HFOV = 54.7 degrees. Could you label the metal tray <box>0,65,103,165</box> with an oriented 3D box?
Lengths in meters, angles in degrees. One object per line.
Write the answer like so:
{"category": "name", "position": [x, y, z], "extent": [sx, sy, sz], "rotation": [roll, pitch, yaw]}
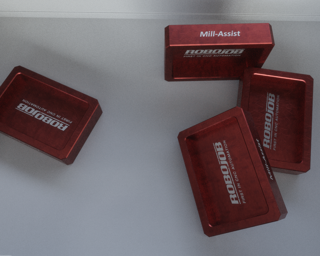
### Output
{"category": "metal tray", "position": [-0.156, -0.018, 0.412], "extent": [0.130, 0.030, 0.090], "rotation": [24, 72, 8]}

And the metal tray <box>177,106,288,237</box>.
{"category": "metal tray", "position": [0.080, 0.051, 0.363], "extent": [0.090, 0.030, 0.130], "rotation": [-26, 68, 29]}

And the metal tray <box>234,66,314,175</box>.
{"category": "metal tray", "position": [0.147, -0.010, 0.405], "extent": [0.090, 0.030, 0.130], "rotation": [9, 75, 3]}

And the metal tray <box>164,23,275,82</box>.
{"category": "metal tray", "position": [0.071, -0.097, 0.410], "extent": [0.131, 0.090, 0.030], "rotation": [-2, 70, -1]}
